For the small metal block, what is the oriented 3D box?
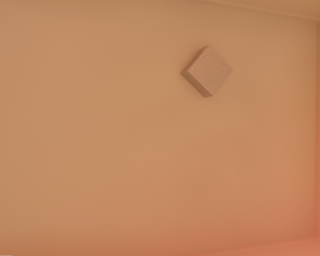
[{"bbox_3d":[0.066,-0.079,0.434,0.050,0.025,0.050,42,77,-15],"label":"small metal block"}]
